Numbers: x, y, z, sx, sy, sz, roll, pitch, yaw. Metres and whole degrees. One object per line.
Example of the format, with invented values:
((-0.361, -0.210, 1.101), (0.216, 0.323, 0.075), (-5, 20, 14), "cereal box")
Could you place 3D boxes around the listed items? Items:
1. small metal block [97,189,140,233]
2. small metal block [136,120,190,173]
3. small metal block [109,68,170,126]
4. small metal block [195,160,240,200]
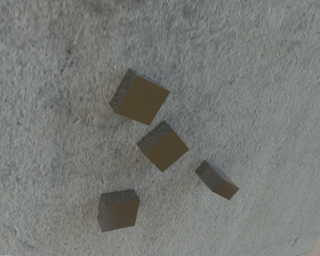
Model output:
((-0.061, 0.119, 0.449), (0.050, 0.025, 0.050), (-3, 120, -28), "small metal block")
((0.005, 0.026, 0.427), (0.050, 0.025, 0.050), (-41, 130, -1), "small metal block")
((-0.024, -0.036, 0.372), (0.050, 0.025, 0.050), (22, 107, -37), "small metal block")
((0.091, 0.083, 0.494), (0.050, 0.050, 0.025), (32, 100, -39), "small metal block")
